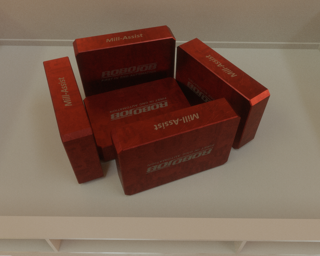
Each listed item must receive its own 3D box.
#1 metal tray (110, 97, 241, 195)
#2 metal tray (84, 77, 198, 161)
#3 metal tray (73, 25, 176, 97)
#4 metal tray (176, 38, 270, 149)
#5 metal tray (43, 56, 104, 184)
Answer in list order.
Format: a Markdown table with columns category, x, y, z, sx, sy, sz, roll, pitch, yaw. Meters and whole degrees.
| category | x | y | z | sx | sy | sz | roll | pitch | yaw |
| --- | --- | --- | --- | --- | --- | --- | --- | --- | --- |
| metal tray | 0.017 | 0.022 | 0.342 | 0.131 | 0.089 | 0.030 | -16 | 52 | -14 |
| metal tray | -0.027 | -0.016 | 0.411 | 0.131 | 0.030 | 0.090 | -15 | 52 | -13 |
| metal tray | -0.046 | -0.088 | 0.433 | 0.131 | 0.089 | 0.030 | -12 | 51 | -11 |
| metal tray | 0.072 | -0.045 | 0.400 | 0.030 | 0.089 | 0.130 | -30 | 56 | -22 |
| metal tray | -0.103 | -0.011 | 0.368 | 0.030 | 0.089 | 0.130 | -17 | 52 | -14 |
